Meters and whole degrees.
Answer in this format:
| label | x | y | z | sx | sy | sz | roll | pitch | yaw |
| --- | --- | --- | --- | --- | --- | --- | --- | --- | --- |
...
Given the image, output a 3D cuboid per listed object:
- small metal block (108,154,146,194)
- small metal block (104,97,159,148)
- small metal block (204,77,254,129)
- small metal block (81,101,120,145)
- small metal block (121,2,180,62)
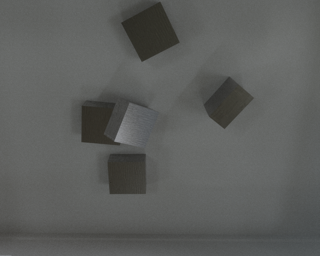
| label | x | y | z | sx | sy | sz | roll | pitch | yaw |
| --- | --- | --- | --- | --- | --- | --- | --- | --- | --- |
| small metal block | -0.045 | 0.064 | 0.435 | 0.050 | 0.025 | 0.050 | 0 | 110 | 0 |
| small metal block | -0.035 | -0.006 | 0.390 | 0.050 | 0.025 | 0.050 | 17 | 98 | -44 |
| small metal block | 0.084 | -0.033 | 0.386 | 0.025 | 0.050 | 0.050 | 38 | 106 | -13 |
| small metal block | -0.075 | -0.007 | 0.408 | 0.050 | 0.025 | 0.050 | 5 | 110 | -2 |
| small metal block | -0.011 | -0.114 | 0.369 | 0.050 | 0.025 | 0.050 | -26 | 108 | 9 |
